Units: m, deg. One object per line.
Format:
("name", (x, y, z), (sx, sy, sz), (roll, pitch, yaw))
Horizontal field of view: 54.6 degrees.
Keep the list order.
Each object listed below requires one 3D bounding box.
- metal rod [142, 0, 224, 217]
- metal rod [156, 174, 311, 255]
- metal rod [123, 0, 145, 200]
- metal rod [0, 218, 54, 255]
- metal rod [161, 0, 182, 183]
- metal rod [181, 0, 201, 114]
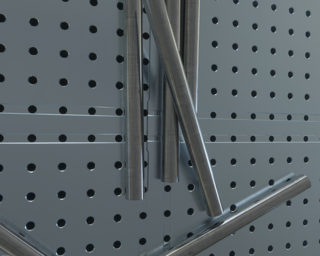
("metal rod", (0.035, -0.017, 0.400), (0.025, 0.025, 0.299), (-23, 107, -18))
("metal rod", (0.100, 0.141, 0.449), (0.302, 0.025, 0.025), (-23, 98, -19))
("metal rod", (-0.034, -0.059, 0.399), (0.025, 0.025, 0.298), (-1, 90, -20))
("metal rod", (-0.170, 0.127, 0.350), (0.300, 0.025, 0.025), (43, 77, -15))
("metal rod", (0.015, -0.078, 0.417), (0.025, 0.025, 0.298), (1, 90, -20))
("metal rod", (0.044, -0.164, 0.427), (0.025, 0.025, 0.298), (2, 89, -20))
